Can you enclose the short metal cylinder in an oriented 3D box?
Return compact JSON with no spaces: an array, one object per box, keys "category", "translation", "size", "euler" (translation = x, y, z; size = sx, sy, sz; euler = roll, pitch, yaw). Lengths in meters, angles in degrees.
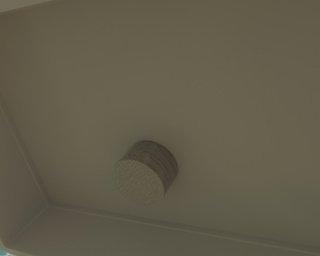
[{"category":"short metal cylinder","translation":[-0.021,0.064,0.442],"size":[0.080,0.050,0.079],"euler":[13,124,20]}]
